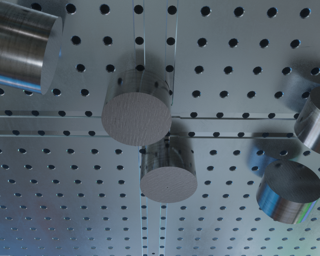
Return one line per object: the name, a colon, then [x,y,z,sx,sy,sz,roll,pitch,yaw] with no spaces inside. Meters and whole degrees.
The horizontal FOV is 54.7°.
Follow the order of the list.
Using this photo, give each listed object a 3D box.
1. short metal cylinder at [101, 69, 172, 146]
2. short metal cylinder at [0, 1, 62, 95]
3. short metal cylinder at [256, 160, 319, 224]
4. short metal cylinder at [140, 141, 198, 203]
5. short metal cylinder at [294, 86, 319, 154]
short metal cylinder: [-0.027,-0.024,0.375,0.081,0.050,0.079,0,130,0]
short metal cylinder: [-0.133,-0.078,0.307,0.050,0.080,0.079,14,129,-12]
short metal cylinder: [0.189,0.093,0.458,0.081,0.080,0.050,2,130,-2]
short metal cylinder: [0.012,0.065,0.451,0.081,0.050,0.079,0,130,0]
short metal cylinder: [0.211,-0.008,0.372,0.081,0.080,0.050,4,130,-4]
